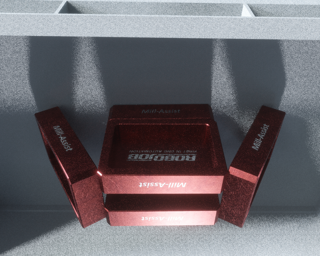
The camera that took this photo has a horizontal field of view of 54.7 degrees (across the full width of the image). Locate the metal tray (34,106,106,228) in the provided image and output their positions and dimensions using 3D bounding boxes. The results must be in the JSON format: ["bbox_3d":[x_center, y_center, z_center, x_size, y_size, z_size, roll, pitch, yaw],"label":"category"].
[{"bbox_3d":[-0.110,0.044,0.377,0.030,0.130,0.089,-22,136,-24],"label":"metal tray"}]

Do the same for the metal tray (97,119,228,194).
[{"bbox_3d":[0.003,0.029,0.349,0.131,0.090,0.030,0,130,-1],"label":"metal tray"}]

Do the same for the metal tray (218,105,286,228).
[{"bbox_3d":[0.113,0.043,0.378,0.030,0.131,0.089,20,134,22],"label":"metal tray"}]

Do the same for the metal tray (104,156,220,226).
[{"bbox_3d":[0.002,0.075,0.388,0.131,0.090,0.030,0,130,-1],"label":"metal tray"}]

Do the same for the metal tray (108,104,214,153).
[{"bbox_3d":[0.002,0.013,0.415,0.131,0.030,0.089,-1,130,-1],"label":"metal tray"}]
